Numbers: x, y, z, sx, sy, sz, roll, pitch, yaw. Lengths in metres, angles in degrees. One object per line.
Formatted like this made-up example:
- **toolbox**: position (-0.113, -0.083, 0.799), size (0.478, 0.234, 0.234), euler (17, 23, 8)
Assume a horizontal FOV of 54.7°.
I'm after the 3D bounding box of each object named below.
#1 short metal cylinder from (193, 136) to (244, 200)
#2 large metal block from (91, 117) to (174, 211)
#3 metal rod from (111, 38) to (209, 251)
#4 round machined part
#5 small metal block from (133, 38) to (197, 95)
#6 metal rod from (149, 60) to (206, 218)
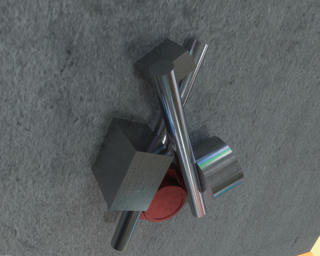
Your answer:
- **short metal cylinder**: position (0.077, 0.058, 0.453), size (0.050, 0.080, 0.080), euler (-29, 129, -11)
- **large metal block**: position (-0.037, 0.044, 0.381), size (0.050, 0.080, 0.079), euler (12, 112, -34)
- **metal rod**: position (-0.005, 0.032, 0.407), size (0.025, 0.025, 0.298), euler (12, 106, -34)
- **round machined part**: position (0.000, 0.101, 0.462), size (0.099, 0.042, 0.097), euler (-14, 125, -21)
- **small metal block**: position (0.005, -0.071, 0.352), size (0.050, 0.050, 0.025), euler (-38, 130, -3)
- **metal rod**: position (0.033, 0.040, 0.408), size (0.025, 0.025, 0.299), euler (-29, 137, -10)
